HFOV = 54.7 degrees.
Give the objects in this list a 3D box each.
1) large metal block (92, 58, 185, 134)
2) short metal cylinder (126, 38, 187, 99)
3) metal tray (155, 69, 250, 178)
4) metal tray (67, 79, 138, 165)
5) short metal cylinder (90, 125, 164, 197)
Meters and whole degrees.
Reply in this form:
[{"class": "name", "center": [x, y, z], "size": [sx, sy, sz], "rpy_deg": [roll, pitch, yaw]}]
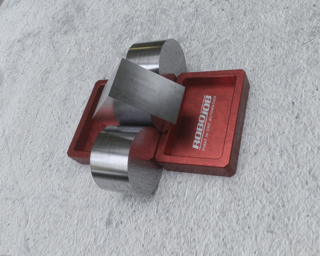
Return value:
[{"class": "large metal block", "center": [-0.028, -0.030, 0.377], "size": [0.080, 0.080, 0.050], "rpy_deg": [-35, 36, 61]}, {"class": "short metal cylinder", "center": [-0.004, -0.078, 0.420], "size": [0.050, 0.080, 0.080], "rpy_deg": [2, 63, 29]}, {"class": "metal tray", "center": [0.054, -0.009, 0.380], "size": [0.090, 0.030, 0.130], "rpy_deg": [2, 62, 29]}, {"class": "metal tray", "center": [-0.070, -0.010, 0.445], "size": [0.090, 0.030, 0.130], "rpy_deg": [2, 62, 29]}, {"class": "short metal cylinder", "center": [-0.036, 0.037, 0.366], "size": [0.050, 0.080, 0.080], "rpy_deg": [2, 63, 29]}]
